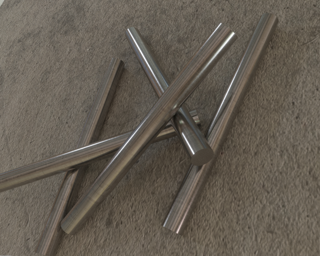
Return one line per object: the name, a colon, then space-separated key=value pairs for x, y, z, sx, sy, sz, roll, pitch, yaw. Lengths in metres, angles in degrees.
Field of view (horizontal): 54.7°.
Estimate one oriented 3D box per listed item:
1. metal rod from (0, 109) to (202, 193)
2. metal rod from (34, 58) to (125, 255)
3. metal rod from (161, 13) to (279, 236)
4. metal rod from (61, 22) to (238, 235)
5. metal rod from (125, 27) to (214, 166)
metal rod: x=-0.094 y=0.034 z=0.404 sx=0.301 sy=0.025 sz=0.025 roll=-18 pitch=54 yaw=7
metal rod: x=-0.106 y=0.025 z=0.444 sx=0.025 sy=0.025 sz=0.300 roll=1 pitch=62 yaw=29
metal rod: x=0.079 y=-0.018 z=0.372 sx=0.025 sy=0.025 sz=0.300 roll=16 pitch=70 yaw=34
metal rod: x=-0.021 y=0.012 z=0.354 sx=0.299 sy=0.025 sz=0.025 roll=-51 pitch=50 yaw=14
metal rod: x=-0.002 y=-0.065 z=0.420 sx=0.025 sy=0.025 sz=0.300 roll=-33 pitch=44 yaw=7
